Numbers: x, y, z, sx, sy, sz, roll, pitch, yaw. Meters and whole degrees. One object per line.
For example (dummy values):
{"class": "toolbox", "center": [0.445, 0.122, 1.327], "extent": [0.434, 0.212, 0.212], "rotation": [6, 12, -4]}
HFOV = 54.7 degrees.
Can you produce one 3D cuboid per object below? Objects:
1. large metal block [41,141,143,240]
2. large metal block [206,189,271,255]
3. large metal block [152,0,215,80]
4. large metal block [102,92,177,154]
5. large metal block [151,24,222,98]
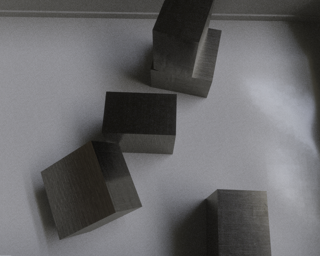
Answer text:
{"class": "large metal block", "center": [-0.079, 0.069, 0.352], "extent": [0.080, 0.050, 0.080], "rotation": [-31, 71, 21]}
{"class": "large metal block", "center": [0.082, 0.114, 0.340], "extent": [0.050, 0.080, 0.080], "rotation": [2, 70, 0]}
{"class": "large metal block", "center": [0.028, -0.117, 0.371], "extent": [0.050, 0.080, 0.080], "rotation": [17, 71, 6]}
{"class": "large metal block", "center": [-0.022, -0.003, 0.381], "extent": [0.081, 0.080, 0.050], "rotation": [2, 70, 0]}
{"class": "large metal block", "center": [0.036, -0.095, 0.432], "extent": [0.080, 0.050, 0.080], "rotation": [12, 70, 4]}
